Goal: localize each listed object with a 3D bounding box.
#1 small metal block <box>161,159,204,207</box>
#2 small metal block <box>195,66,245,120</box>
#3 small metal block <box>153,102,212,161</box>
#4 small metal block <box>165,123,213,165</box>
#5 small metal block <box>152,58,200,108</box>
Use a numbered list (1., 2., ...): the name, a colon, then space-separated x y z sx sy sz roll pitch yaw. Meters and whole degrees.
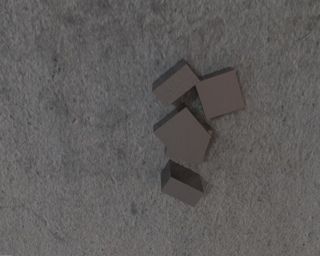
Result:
1. small metal block: 0.029 0.075 0.425 0.050 0.050 0.025 28 108 -10
2. small metal block: 0.075 -0.045 0.394 0.050 0.025 0.050 -18 109 6
3. small metal block: 0.027 0.004 0.385 0.050 0.025 0.050 -38 106 12
4. small metal block: 0.037 0.016 0.416 0.050 0.025 0.050 13 110 -6
5. small metal block: 0.018 -0.056 0.376 0.050 0.050 0.025 -38 106 12
